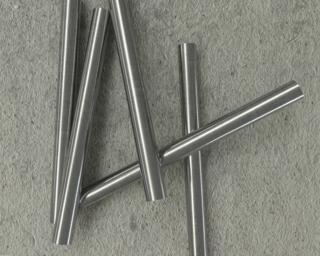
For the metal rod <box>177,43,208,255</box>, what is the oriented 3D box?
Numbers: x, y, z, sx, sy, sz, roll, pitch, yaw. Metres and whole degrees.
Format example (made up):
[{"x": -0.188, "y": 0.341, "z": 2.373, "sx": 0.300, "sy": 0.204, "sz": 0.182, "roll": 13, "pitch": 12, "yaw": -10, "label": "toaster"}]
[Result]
[{"x": 0.044, "y": 0.040, "z": 0.410, "sx": 0.025, "sy": 0.025, "sz": 0.298, "roll": -3, "pitch": 90, "yaw": 0, "label": "metal rod"}]

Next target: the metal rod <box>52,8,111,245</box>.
[{"x": -0.099, "y": -0.006, "z": 0.397, "sx": 0.025, "sy": 0.025, "sz": 0.298, "roll": 9, "pitch": 85, "yaw": 0, "label": "metal rod"}]

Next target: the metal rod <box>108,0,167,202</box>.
[{"x": -0.033, "y": -0.061, "z": 0.385, "sx": 0.025, "sy": 0.025, "sz": 0.299, "roll": -12, "pitch": 80, "yaw": 0, "label": "metal rod"}]

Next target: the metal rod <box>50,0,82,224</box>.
[{"x": -0.124, "y": -0.026, "z": 0.408, "sx": 0.025, "sy": 0.025, "sz": 0.298, "roll": 3, "pitch": 90, "yaw": 0, "label": "metal rod"}]

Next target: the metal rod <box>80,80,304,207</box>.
[{"x": 0.030, "y": 0.024, "z": 0.385, "sx": 0.301, "sy": 0.025, "sz": 0.025, "roll": -28, "pitch": 90, "yaw": 9, "label": "metal rod"}]
